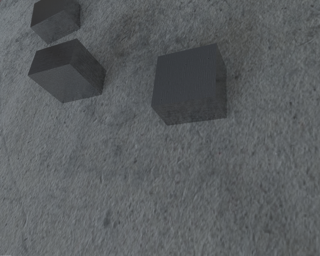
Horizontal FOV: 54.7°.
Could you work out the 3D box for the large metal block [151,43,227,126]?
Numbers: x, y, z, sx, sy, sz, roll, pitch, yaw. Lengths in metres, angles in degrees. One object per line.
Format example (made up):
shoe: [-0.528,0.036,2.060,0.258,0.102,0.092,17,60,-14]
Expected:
large metal block: [0.040,-0.054,0.399,0.080,0.050,0.080,-7,58,24]

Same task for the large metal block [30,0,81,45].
large metal block: [-0.213,-0.231,0.638,0.080,0.050,0.080,-20,54,16]

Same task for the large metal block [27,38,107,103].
large metal block: [-0.146,-0.088,0.497,0.080,0.080,0.050,-9,58,23]
